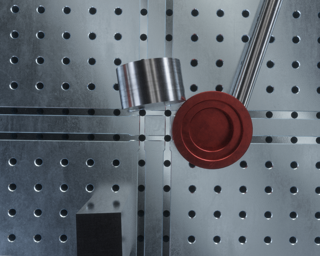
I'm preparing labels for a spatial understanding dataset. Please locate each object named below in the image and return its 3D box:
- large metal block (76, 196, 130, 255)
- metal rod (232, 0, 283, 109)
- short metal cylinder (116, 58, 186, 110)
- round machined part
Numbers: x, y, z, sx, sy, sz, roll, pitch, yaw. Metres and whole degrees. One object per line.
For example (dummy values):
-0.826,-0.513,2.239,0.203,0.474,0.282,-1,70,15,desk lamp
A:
-0.068,0.134,0.385,0.050,0.080,0.079,-2,90,0,large metal block
0.151,-0.170,0.415,0.025,0.025,0.298,19,90,-1,metal rod
-0.011,-0.053,0.386,0.081,0.080,0.050,-8,90,0,short metal cylinder
0.066,0.001,0.402,0.099,0.042,0.097,0,95,4,round machined part
